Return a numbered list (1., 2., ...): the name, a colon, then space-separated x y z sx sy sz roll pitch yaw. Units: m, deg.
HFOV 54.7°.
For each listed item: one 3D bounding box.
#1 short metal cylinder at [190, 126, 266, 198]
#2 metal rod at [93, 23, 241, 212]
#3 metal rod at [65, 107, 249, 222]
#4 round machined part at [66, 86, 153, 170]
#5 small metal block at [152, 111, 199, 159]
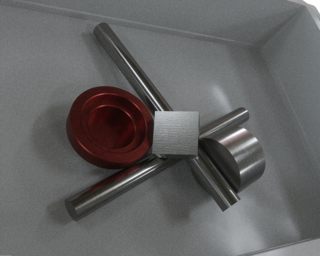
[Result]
1. short metal cylinder: 0.083 0.042 0.389 0.050 0.080 0.080 -22 74 -36
2. metal rod: -0.002 -0.027 0.398 0.025 0.025 0.299 -21 66 -36
3. metal rod: 0.021 0.030 0.398 0.302 0.025 0.025 -25 76 -37
4. round machined part: -0.059 0.003 0.361 0.099 0.042 0.098 14 56 -21
5. small metal block: 0.020 0.008 0.358 0.050 0.025 0.050 1 74 10
